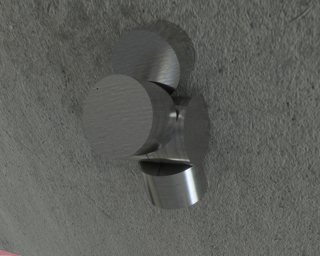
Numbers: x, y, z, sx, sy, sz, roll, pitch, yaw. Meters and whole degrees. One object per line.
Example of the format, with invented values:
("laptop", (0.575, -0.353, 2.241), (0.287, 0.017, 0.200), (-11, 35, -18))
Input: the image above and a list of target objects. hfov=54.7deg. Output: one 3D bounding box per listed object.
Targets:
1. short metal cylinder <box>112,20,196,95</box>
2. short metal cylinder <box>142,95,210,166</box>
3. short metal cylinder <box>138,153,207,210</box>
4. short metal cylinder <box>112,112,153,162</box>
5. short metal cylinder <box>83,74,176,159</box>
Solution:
("short metal cylinder", (-0.006, -0.076, 0.348), (0.080, 0.050, 0.079), (13, 124, 20))
("short metal cylinder", (0.021, 0.002, 0.361), (0.050, 0.080, 0.080), (1, 119, 28))
("short metal cylinder", (0.017, 0.059, 0.399), (0.080, 0.080, 0.050), (0, 118, 28))
("short metal cylinder", (-0.025, 0.001, 0.386), (0.050, 0.080, 0.079), (1, 119, 27))
("short metal cylinder", (-0.030, -0.011, 0.315), (0.080, 0.050, 0.079), (0, 90, 27))
